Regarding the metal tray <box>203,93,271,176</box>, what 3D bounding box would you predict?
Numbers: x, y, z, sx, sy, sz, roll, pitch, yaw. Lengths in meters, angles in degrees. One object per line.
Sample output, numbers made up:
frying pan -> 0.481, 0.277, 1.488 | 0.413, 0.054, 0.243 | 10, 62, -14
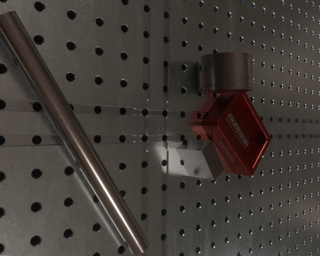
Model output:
metal tray -> 0.133, 0.007, 0.520 | 0.130, 0.030, 0.090 | 52, 59, -28

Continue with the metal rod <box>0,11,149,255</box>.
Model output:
metal rod -> -0.086, 0.023, 0.338 | 0.025, 0.025, 0.299 | -39, 114, -33

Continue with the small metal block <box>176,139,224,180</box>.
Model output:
small metal block -> 0.057, 0.044, 0.443 | 0.025, 0.050, 0.050 | -39, 114, -33

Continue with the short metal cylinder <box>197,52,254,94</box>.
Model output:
short metal cylinder -> 0.095, -0.078, 0.456 | 0.081, 0.080, 0.050 | -3, 92, -40
